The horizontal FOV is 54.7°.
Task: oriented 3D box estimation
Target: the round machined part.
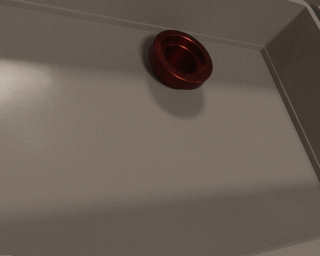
[{"bbox_3d":[0.027,-0.098,0.471,0.099,0.042,0.098,14,56,-21],"label":"round machined part"}]
